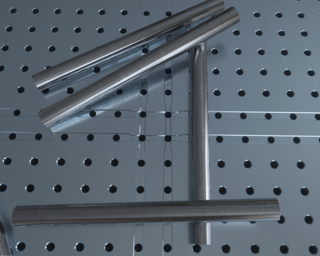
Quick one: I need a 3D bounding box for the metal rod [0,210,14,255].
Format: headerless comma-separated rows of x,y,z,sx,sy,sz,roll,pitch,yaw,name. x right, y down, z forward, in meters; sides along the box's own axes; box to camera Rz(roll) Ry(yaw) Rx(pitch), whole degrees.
-0.200,0.113,0.367,0.025,0.025,0.299,-24,72,-9,metal rod

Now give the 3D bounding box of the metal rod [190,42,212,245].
0.053,-0.004,0.413,0.025,0.025,0.299,2,70,0,metal rod

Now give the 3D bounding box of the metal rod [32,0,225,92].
-0.039,-0.128,0.458,0.302,0.025,0.025,-26,73,-10,metal rod

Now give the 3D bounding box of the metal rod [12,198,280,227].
-0.021,0.098,0.356,0.302,0.025,0.025,-3,70,6,metal rod

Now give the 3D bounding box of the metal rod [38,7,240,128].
-0.025,-0.085,0.425,0.301,0.025,0.025,-30,73,-4,metal rod
